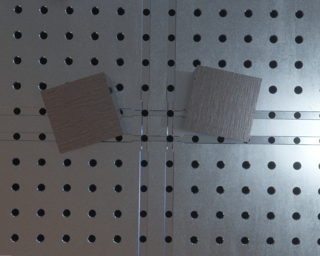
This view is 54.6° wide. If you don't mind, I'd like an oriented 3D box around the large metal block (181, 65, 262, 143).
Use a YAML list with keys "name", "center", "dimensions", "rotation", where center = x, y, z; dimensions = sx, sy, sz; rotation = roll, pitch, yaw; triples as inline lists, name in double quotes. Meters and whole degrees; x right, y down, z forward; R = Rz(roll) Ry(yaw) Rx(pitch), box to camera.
- name: "large metal block"
  center: [0.077, -0.030, 0.401]
  dimensions: [0.080, 0.050, 0.080]
  rotation: [12, 90, 0]

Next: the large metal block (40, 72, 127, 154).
- name: "large metal block"
  center: [-0.094, -0.018, 0.400]
  dimensions: [0.080, 0.050, 0.080]
  rotation: [-17, 90, 0]
